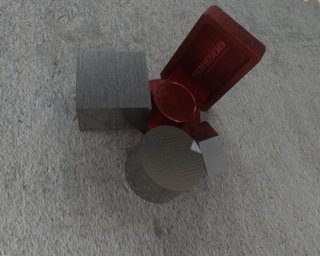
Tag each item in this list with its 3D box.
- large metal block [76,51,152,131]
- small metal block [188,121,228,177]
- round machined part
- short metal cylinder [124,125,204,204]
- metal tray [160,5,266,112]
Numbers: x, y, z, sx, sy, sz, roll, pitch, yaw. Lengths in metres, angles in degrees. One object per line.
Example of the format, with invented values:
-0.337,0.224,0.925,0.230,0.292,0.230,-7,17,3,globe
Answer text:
-0.057,-0.044,0.371,0.081,0.050,0.080,-2,62,-10,large metal block
0.060,0.025,0.394,0.025,0.050,0.050,-19,113,-3,small metal block
0.013,-0.028,0.421,0.099,0.042,0.098,14,56,-21,round machined part
0.004,0.044,0.367,0.081,0.050,0.080,14,56,-21,short metal cylinder
0.067,-0.090,0.429,0.090,0.129,0.030,39,51,-2,metal tray
